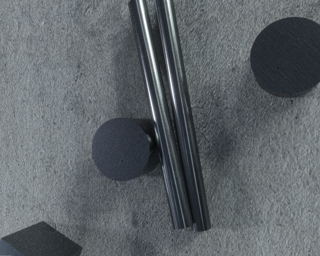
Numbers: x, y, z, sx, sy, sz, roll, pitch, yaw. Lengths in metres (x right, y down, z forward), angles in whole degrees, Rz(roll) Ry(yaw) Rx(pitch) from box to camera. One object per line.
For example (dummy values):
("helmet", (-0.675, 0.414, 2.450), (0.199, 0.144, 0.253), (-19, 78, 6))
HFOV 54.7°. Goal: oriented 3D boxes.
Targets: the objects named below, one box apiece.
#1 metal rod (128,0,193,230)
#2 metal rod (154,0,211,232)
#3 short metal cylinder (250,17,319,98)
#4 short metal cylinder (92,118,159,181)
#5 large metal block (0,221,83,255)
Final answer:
("metal rod", (-0.001, -0.025, 0.398), (0.025, 0.025, 0.298), (-14, 81, 19))
("metal rod", (0.029, -0.020, 0.398), (0.025, 0.025, 0.298), (-10, 87, 19))
("short metal cylinder", (0.144, -0.075, 0.345), (0.080, 0.050, 0.079), (0, 90, 20))
("short metal cylinder", (-0.042, 0.027, 0.410), (0.080, 0.050, 0.079), (0, 90, 20))
("large metal block", (-0.173, 0.186, 0.441), (0.080, 0.080, 0.050), (26, 99, 18))
